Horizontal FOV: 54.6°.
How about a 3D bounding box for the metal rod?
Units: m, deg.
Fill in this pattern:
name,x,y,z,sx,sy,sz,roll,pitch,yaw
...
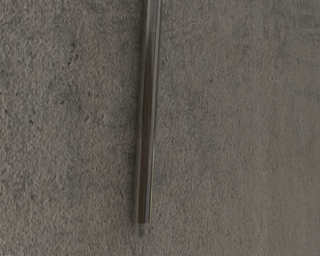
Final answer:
name,x,y,z,sx,sy,sz,roll,pitch,yaw
metal rod,-0.016,-0.034,0.390,0.025,0.025,0.298,5,87,-40
